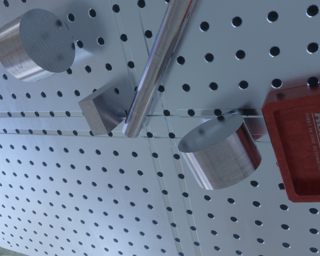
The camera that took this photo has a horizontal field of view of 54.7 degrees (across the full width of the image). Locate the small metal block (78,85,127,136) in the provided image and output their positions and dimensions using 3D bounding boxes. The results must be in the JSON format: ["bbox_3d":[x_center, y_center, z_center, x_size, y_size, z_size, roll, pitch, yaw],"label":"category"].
[{"bbox_3d":[-0.076,-0.024,0.420,0.025,0.050,0.050,-7,115,31],"label":"small metal block"}]

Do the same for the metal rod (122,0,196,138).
[{"bbox_3d":[0.009,-0.101,0.343,0.025,0.025,0.298,32,129,8],"label":"metal rod"}]

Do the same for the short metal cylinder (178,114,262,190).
[{"bbox_3d":[0.068,0.026,0.356,0.080,0.080,0.050,-18,109,35],"label":"short metal cylinder"}]

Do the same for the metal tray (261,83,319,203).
[{"bbox_3d":[0.171,0.019,0.329,0.090,0.030,0.129,-10,114,32],"label":"metal tray"}]

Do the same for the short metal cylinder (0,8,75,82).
[{"bbox_3d":[-0.157,-0.103,0.394,0.050,0.080,0.080,-11,113,33],"label":"short metal cylinder"}]
